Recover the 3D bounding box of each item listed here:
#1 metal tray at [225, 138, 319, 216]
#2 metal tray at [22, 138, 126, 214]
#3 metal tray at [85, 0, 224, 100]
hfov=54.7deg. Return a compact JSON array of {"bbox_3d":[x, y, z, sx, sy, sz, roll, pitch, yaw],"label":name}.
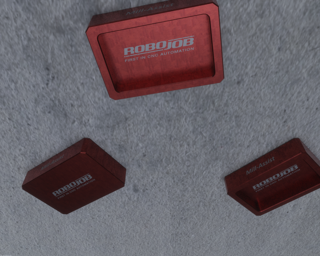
[{"bbox_3d":[0.178,0.080,0.474,0.130,0.030,0.090,-36,122,26],"label":"metal tray"},{"bbox_3d":[-0.128,0.077,0.468,0.130,0.030,0.090,-29,125,22],"label":"metal tray"},{"bbox_3d":[-0.001,-0.083,0.332,0.131,0.030,0.090,-9,130,7],"label":"metal tray"}]
